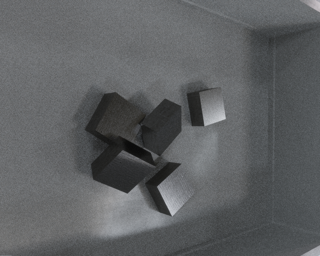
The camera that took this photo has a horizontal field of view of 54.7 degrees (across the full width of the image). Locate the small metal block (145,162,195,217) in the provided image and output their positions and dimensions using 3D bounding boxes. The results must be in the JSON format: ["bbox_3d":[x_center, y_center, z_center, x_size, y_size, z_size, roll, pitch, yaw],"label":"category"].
[{"bbox_3d":[0.015,0.082,0.421,0.050,0.025,0.050,-38,114,-34],"label":"small metal block"}]

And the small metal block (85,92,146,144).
[{"bbox_3d":[-0.051,-0.007,0.365,0.050,0.025,0.050,37,67,-34],"label":"small metal block"}]

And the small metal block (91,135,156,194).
[{"bbox_3d":[-0.042,0.043,0.356,0.050,0.025,0.050,32,111,-36],"label":"small metal block"}]

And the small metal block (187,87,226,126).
[{"bbox_3d":[0.071,-0.032,0.468,0.050,0.025,0.050,-17,101,-39],"label":"small metal block"}]

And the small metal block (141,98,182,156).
[{"bbox_3d":[0.003,-0.001,0.396,0.050,0.025,0.050,-48,152,-29],"label":"small metal block"}]
